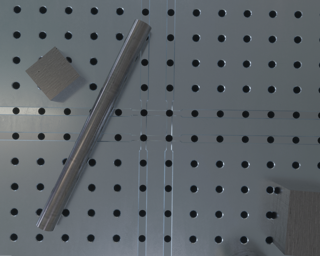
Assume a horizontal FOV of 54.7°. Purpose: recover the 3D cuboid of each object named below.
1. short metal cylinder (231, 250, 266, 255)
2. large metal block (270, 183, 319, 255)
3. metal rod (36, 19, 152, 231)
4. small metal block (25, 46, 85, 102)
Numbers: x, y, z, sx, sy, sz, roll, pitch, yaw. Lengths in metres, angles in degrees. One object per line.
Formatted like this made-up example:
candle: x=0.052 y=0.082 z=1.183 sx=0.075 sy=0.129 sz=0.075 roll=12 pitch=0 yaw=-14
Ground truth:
short metal cylinder: x=0.122 y=0.208 z=0.402 sx=0.081 sy=0.050 sz=0.079 roll=0 pitch=90 yaw=0
large metal block: x=0.195 y=0.118 z=0.403 sx=0.081 sy=0.050 sz=0.079 roll=5 pitch=90 yaw=0
metal rod: x=-0.088 y=-0.004 z=0.412 sx=0.025 sy=0.025 sz=0.299 roll=26 pitch=90 yaw=0
small metal block: x=-0.139 y=-0.071 z=0.412 sx=0.050 sy=0.025 sz=0.050 roll=-40 pitch=90 yaw=0
